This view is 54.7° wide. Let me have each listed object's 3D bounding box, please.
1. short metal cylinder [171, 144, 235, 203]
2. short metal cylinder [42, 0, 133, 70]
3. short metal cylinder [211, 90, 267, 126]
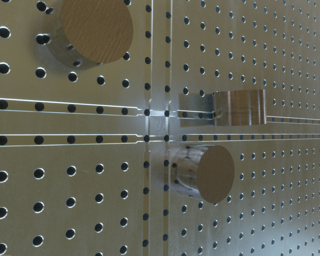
[{"bbox_3d":[0.062,0.063,0.444,0.081,0.050,0.079,0,90,-40],"label":"short metal cylinder"},{"bbox_3d":[-0.076,-0.105,0.329,0.081,0.050,0.079,0,90,-40],"label":"short metal cylinder"},{"bbox_3d":[0.120,-0.030,0.473,0.081,0.080,0.050,-5,94,-40],"label":"short metal cylinder"}]
